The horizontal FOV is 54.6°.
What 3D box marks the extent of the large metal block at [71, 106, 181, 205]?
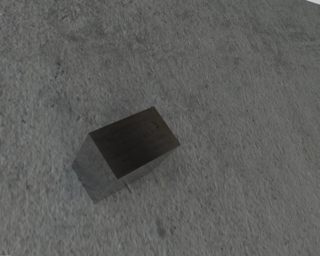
[{"bbox_3d":[-0.038,0.030,0.330,0.081,0.080,0.050,-26,76,-37],"label":"large metal block"}]
